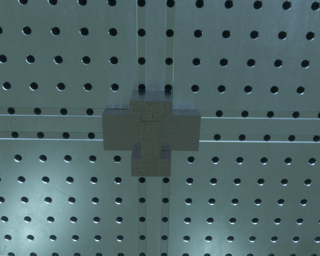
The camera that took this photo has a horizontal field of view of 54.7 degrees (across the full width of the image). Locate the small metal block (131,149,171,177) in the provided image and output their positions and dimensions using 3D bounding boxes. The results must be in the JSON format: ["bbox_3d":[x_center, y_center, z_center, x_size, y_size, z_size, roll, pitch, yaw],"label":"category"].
[{"bbox_3d":[-0.011,0.042,0.415,0.050,0.050,0.025,1,110,-1],"label":"small metal block"}]

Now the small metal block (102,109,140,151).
[{"bbox_3d":[-0.049,0.002,0.413,0.050,0.025,0.050,0,110,-1],"label":"small metal block"}]

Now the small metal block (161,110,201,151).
[{"bbox_3d":[0.027,0.003,0.414,0.050,0.025,0.050,1,110,-1],"label":"small metal block"}]

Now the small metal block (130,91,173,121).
[{"bbox_3d":[-0.011,-0.029,0.389,0.050,0.050,0.025,1,110,-1],"label":"small metal block"}]

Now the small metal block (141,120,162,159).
[{"bbox_3d":[-0.011,0.007,0.402,0.025,0.050,0.050,1,110,-1],"label":"small metal block"}]
